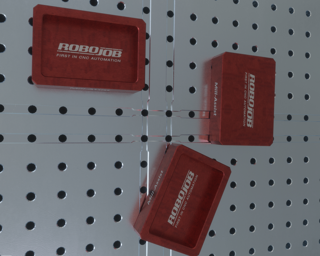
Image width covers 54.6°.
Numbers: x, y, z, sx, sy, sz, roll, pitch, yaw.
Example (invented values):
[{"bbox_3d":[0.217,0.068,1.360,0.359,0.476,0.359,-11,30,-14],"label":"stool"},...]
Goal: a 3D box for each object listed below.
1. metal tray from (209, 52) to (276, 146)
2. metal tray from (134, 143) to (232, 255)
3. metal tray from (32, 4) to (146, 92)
[{"bbox_3d":[0.121,-0.040,0.454,0.091,0.030,0.129,2,89,-20],"label":"metal tray"},{"bbox_3d":[0.032,0.097,0.421,0.090,0.030,0.130,26,81,-18],"label":"metal tray"},{"bbox_3d":[-0.084,-0.092,0.378,0.131,0.030,0.090,1,90,-20],"label":"metal tray"}]
